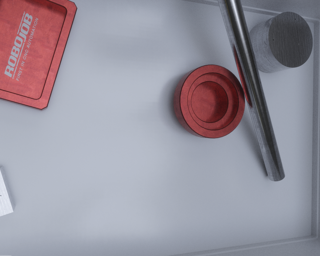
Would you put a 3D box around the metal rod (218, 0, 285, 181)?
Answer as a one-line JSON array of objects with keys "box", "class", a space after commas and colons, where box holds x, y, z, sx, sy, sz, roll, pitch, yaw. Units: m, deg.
[{"box": [0.127, -0.049, 0.418, 0.025, 0.025, 0.299, -32, 116, -17], "class": "metal rod"}]

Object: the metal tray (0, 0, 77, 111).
[{"box": [-0.156, -0.093, 0.350, 0.091, 0.030, 0.129, 17, 84, -20], "class": "metal tray"}]

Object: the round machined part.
[{"box": [0.064, -0.035, 0.426, 0.099, 0.042, 0.097, 0, 90, -21], "class": "round machined part"}]

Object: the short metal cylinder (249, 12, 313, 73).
[{"box": [0.179, -0.126, 0.465, 0.081, 0.050, 0.079, 0, 90, -21], "class": "short metal cylinder"}]

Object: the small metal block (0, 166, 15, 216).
[{"box": [-0.194, 0.074, 0.339, 0.050, 0.025, 0.050, -16, 96, -20], "class": "small metal block"}]
